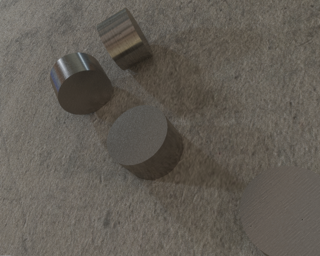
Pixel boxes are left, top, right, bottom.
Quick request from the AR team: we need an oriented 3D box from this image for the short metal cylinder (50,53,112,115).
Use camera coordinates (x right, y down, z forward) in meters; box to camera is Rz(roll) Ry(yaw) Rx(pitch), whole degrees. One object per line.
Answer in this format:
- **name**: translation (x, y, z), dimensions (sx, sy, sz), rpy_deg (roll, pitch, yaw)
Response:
- **short metal cylinder**: translation (-0.120, -0.067, 0.470), dimensions (0.080, 0.080, 0.050), rpy_deg (-37, 51, 3)

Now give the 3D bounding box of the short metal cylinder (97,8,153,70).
- **short metal cylinder**: translation (-0.053, -0.136, 0.478), dimensions (0.050, 0.080, 0.080), rpy_deg (-28, 53, 11)

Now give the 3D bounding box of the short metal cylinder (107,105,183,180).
- **short metal cylinder**: translation (-0.018, 0.018, 0.385), dimensions (0.080, 0.050, 0.080), rpy_deg (-13, 56, 20)

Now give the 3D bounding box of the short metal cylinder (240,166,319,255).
- **short metal cylinder**: translation (0.117, 0.080, 0.277), dimensions (0.080, 0.050, 0.080), rpy_deg (-13, 56, 20)
